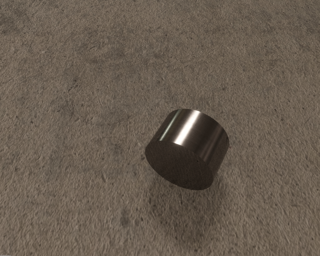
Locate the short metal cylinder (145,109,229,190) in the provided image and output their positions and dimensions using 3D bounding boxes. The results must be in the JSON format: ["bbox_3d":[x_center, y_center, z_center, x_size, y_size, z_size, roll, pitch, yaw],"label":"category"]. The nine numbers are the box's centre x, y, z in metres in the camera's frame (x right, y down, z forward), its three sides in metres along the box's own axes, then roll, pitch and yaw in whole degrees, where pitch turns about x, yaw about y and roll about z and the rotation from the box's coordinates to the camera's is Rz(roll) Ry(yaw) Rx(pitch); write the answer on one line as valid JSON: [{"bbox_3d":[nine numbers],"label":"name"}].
[{"bbox_3d":[0.031,0.025,0.347,0.080,0.080,0.050,22,53,17],"label":"short metal cylinder"}]
